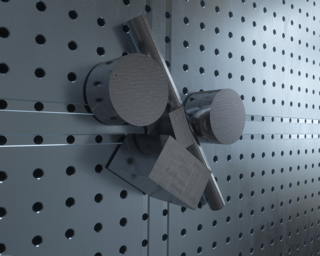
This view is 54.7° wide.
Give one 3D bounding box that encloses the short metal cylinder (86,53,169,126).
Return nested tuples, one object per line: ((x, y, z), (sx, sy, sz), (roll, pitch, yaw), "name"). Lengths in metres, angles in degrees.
((-0.037, -0.042, 0.357), (0.081, 0.050, 0.079), (0, 90, -40), "short metal cylinder")

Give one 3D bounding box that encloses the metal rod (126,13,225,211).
((0.029, -0.008, 0.429), (0.025, 0.025, 0.299), (-39, 114, -33), "metal rod")

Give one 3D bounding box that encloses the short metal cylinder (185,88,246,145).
((0.081, -0.016, 0.456), (0.081, 0.050, 0.079), (0, 90, -40), "short metal cylinder")

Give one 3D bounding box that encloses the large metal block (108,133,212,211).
((0.000, 0.050, 0.368), (0.080, 0.080, 0.050), (41, 66, -32), "large metal block")

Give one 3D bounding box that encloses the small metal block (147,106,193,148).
((0.010, 0.001, 0.396), (0.025, 0.050, 0.050), (-27, 107, -37), "small metal block")
